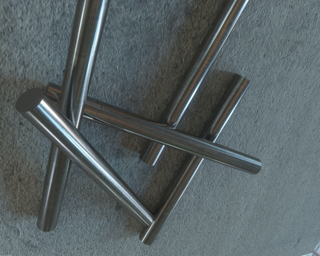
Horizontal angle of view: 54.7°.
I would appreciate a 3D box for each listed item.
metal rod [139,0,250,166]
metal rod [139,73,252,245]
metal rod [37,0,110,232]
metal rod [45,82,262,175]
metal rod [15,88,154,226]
[{"bbox_3d":[0.053,-0.082,0.384,0.025,0.025,0.298,18,109,-35],"label":"metal rod"},{"bbox_3d":[0.047,0.056,0.466,0.025,0.025,0.298,18,109,-35],"label":"metal rod"},{"bbox_3d":[-0.099,0.008,0.325,0.025,0.025,0.298,2,127,-29],"label":"metal rod"},{"bbox_3d":[0.010,0.010,0.385,0.302,0.025,0.025,20,108,-26],"label":"metal rod"},{"bbox_3d":[-0.062,0.059,0.365,0.025,0.025,0.299,-34,143,-6],"label":"metal rod"}]
